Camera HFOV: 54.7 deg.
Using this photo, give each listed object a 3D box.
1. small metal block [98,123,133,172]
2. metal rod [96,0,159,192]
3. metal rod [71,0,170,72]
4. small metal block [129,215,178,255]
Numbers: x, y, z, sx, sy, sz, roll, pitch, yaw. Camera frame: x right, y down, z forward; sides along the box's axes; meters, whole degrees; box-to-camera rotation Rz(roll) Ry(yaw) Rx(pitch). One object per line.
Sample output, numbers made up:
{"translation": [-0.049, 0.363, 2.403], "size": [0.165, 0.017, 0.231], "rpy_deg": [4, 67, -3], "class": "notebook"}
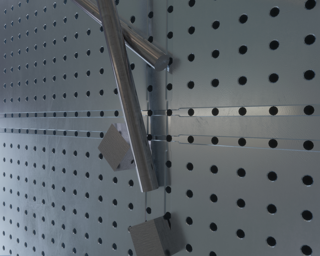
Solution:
{"translation": [-0.060, 0.028, 0.459], "size": [0.050, 0.025, 0.050], "rpy_deg": [48, 119, 29], "class": "small metal block"}
{"translation": [-0.048, -0.061, 0.426], "size": [0.025, 0.025, 0.298], "rpy_deg": [-15, 88, 39], "class": "metal rod"}
{"translation": [-0.090, -0.174, 0.483], "size": [0.300, 0.025, 0.025], "rpy_deg": [44, 117, 31], "class": "metal rod"}
{"translation": [-0.010, 0.151, 0.418], "size": [0.050, 0.025, 0.050], "rpy_deg": [-30, 71, 36], "class": "small metal block"}
